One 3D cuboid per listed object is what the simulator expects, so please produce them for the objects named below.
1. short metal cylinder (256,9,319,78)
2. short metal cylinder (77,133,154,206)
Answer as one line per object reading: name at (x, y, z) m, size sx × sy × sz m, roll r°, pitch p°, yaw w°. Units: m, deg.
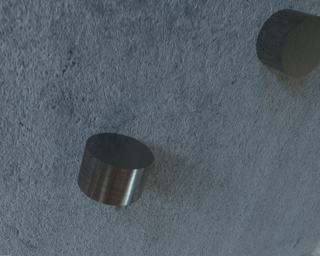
short metal cylinder at (0.179, -0.114, 0.417) m, size 0.081 × 0.050 × 0.079 m, roll -14°, pitch 124°, yaw -21°
short metal cylinder at (-0.053, 0.047, 0.371) m, size 0.081 × 0.080 × 0.050 m, roll 5°, pitch 116°, yaw -31°
